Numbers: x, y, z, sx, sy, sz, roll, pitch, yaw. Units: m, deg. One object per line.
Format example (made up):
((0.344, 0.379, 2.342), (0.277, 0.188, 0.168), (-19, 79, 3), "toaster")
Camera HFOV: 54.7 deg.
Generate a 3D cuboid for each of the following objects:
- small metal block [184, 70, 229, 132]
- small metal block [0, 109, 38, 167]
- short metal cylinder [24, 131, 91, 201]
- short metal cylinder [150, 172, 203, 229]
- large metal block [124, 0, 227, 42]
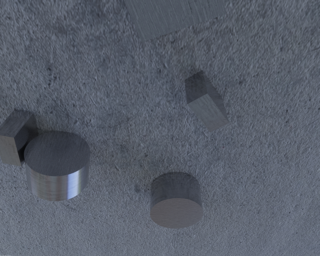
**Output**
((0.054, -0.032, 0.364), (0.025, 0.050, 0.050), (-28, 125, 22), "small metal block")
((-0.182, 0.012, 0.397), (0.025, 0.050, 0.050), (10, 130, 2), "small metal block")
((-0.135, 0.049, 0.412), (0.081, 0.080, 0.050), (9, 130, -8), "short metal cylinder")
((0.025, 0.115, 0.489), (0.081, 0.050, 0.079), (0, 130, 0), "short metal cylinder")
((0.007, -0.135, 0.276), (0.080, 0.050, 0.080), (-15, 129, 12), "large metal block")
